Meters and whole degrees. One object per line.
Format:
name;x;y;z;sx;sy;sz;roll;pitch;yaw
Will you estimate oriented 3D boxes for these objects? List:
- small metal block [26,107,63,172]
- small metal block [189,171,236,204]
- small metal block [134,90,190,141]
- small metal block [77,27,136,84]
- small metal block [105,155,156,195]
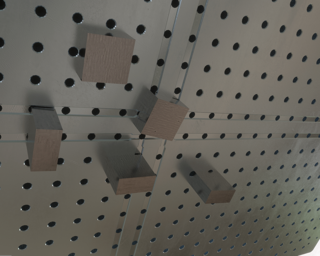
small metal block;-0.125;0.011;0.333;0.025;0.050;0.050;3;117;-30
small metal block;0.084;0.095;0.498;0.050;0.050;0.025;6;115;-31
small metal block;0.002;-0.015;0.402;0.050;0.025;0.050;15;111;-34
small metal block;-0.059;-0.076;0.332;0.050;0.025;0.050;0;119;-28
small metal block;-0.040;0.060;0.410;0.050;0.050;0.025;0;119;-28
